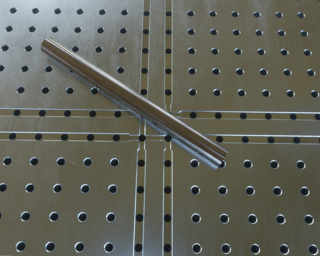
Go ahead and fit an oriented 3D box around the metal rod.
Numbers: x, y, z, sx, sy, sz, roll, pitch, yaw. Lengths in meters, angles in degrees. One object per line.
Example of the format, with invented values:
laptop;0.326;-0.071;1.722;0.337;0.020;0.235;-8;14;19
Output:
metal rod;-0.042;-0.041;0.426;0.301;0.025;0.025;33;73;11
